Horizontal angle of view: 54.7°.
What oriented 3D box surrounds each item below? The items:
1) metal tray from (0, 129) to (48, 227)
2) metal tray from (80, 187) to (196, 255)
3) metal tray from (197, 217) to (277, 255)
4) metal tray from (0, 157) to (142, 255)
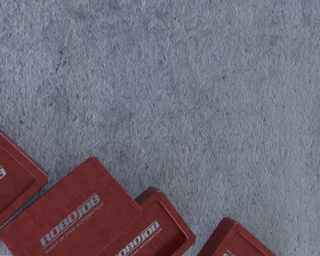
[{"bbox_3d":[-0.200,0.070,0.332,0.130,0.030,0.090,-45,104,-14],"label":"metal tray"},{"bbox_3d":[-0.029,0.150,0.395,0.131,0.030,0.090,-38,102,-16],"label":"metal tray"},{"bbox_3d":[0.120,0.204,0.450,0.130,0.030,0.090,42,77,-15],"label":"metal tray"},{"bbox_3d":[-0.097,0.107,0.353,0.130,0.030,0.090,-40,81,-16],"label":"metal tray"}]
